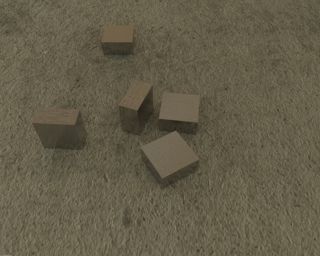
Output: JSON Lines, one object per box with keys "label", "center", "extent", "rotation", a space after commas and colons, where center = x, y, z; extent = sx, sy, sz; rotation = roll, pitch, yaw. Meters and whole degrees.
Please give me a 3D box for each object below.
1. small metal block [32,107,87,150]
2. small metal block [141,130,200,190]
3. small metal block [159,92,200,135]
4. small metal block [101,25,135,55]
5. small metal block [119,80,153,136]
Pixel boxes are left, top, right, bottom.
{"label": "small metal block", "center": [-0.122, 0.002, 0.385], "extent": [0.050, 0.050, 0.025], "rotation": [3, 50, 2]}
{"label": "small metal block", "center": [0.011, 0.037, 0.372], "extent": [0.050, 0.025, 0.050], "rotation": [-25, 54, -20]}
{"label": "small metal block", "center": [0.027, -0.020, 0.420], "extent": [0.050, 0.025, 0.050], "rotation": [6, 50, 4]}
{"label": "small metal block", "center": [-0.070, -0.151, 0.529], "extent": [0.050, 0.025, 0.050], "rotation": [0, 50, -1]}
{"label": "small metal block", "center": [-0.030, -0.026, 0.409], "extent": [0.025, 0.050, 0.050], "rotation": [16, 52, 13]}
